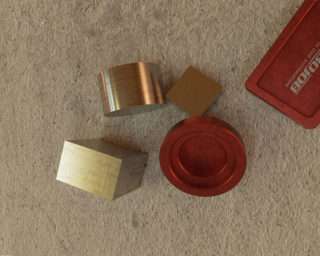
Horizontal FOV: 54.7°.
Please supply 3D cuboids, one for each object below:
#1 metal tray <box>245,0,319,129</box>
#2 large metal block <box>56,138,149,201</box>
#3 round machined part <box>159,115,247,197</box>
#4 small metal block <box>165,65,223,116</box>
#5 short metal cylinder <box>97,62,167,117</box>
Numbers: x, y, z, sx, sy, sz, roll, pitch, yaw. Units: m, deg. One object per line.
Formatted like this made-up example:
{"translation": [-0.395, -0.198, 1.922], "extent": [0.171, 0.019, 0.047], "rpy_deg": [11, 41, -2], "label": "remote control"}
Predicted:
{"translation": [0.170, -0.074, 0.346], "extent": [0.090, 0.030, 0.129], "rpy_deg": [37, 102, 16], "label": "metal tray"}
{"translation": [-0.072, 0.049, 0.405], "extent": [0.080, 0.080, 0.050], "rpy_deg": [16, 96, 19], "label": "large metal block"}
{"translation": [0.052, 0.030, 0.369], "extent": [0.098, 0.042, 0.097], "rpy_deg": [5, 115, 10], "label": "round machined part"}
{"translation": [0.044, -0.042, 0.388], "extent": [0.050, 0.025, 0.050], "rpy_deg": [38, 88, 16], "label": "small metal block"}
{"translation": [-0.035, -0.046, 0.392], "extent": [0.080, 0.080, 0.050], "rpy_deg": [-12, 86, 19], "label": "short metal cylinder"}
